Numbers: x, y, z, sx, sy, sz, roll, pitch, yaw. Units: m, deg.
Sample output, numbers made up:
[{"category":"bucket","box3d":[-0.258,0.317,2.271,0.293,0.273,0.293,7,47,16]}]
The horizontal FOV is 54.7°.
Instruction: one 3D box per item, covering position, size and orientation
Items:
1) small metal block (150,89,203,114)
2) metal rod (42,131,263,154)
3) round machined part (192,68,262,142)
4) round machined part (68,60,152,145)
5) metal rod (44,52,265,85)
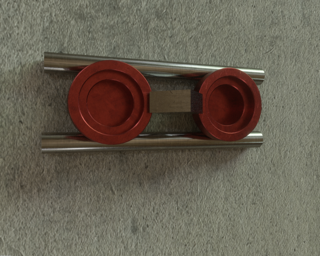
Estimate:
[{"category":"small metal block","box3d":[0.021,-0.030,0.377,0.050,0.050,0.025,0,90,23]},{"category":"metal rod","box3d":[0.005,0.017,0.412,0.302,0.025,0.025,0,90,-20]},{"category":"round machined part","box3d":[0.087,-0.031,0.428,0.099,0.042,0.097,0,90,-20]},{"category":"round machined part","box3d":[-0.061,-0.029,0.374,0.099,0.042,0.097,0,90,-20]},{"category":"metal rod","box3d":[0.007,-0.076,0.412,0.302,0.025,0.025,0,90,-20]}]
